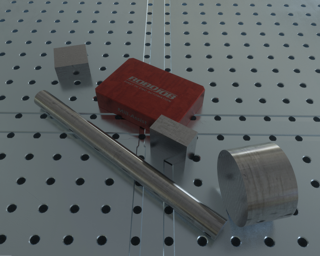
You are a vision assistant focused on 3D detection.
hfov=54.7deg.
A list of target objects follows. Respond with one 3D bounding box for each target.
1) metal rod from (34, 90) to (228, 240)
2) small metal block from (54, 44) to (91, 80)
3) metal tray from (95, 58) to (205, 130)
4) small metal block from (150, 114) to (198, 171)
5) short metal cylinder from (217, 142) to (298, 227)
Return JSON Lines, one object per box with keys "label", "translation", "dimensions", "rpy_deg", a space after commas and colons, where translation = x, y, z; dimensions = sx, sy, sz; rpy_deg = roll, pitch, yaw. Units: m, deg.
{"label": "metal rod", "translation": [-0.052, 0.031, 0.380], "dimensions": [0.300, 0.025, 0.025], "rpy_deg": [33, 57, 24]}
{"label": "small metal block", "translation": [-0.140, -0.106, 0.495], "dimensions": [0.050, 0.025, 0.050], "rpy_deg": [-11, 51, -9]}
{"label": "metal tray", "translation": [-0.014, -0.045, 0.442], "dimensions": [0.130, 0.030, 0.090], "rpy_deg": [26, 54, 19]}
{"label": "small metal block", "translation": [0.016, 0.018, 0.376], "dimensions": [0.050, 0.050, 0.025], "rpy_deg": [27, 55, 20]}
{"label": "short metal cylinder", "translation": [0.098, 0.058, 0.325], "dimensions": [0.050, 0.080, 0.080], "rpy_deg": [-9, 51, -8]}
